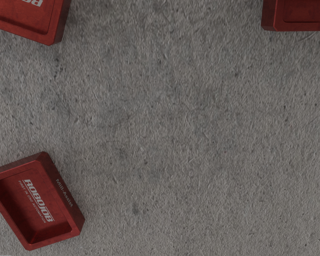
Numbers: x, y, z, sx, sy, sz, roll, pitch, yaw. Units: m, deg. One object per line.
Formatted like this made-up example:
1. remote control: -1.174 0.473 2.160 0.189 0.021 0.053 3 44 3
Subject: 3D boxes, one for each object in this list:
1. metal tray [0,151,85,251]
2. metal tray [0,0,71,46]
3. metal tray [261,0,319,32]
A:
1. metal tray: -0.178 0.107 0.444 0.090 0.030 0.129 -20 109 7
2. metal tray: -0.169 -0.157 0.347 0.131 0.030 0.089 18 109 -7
3. metal tray: 0.182 -0.154 0.340 0.131 0.030 0.089 -4 111 -10
